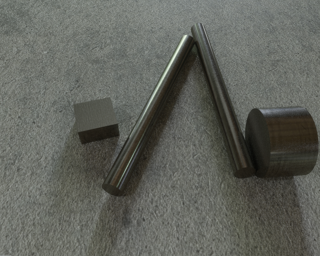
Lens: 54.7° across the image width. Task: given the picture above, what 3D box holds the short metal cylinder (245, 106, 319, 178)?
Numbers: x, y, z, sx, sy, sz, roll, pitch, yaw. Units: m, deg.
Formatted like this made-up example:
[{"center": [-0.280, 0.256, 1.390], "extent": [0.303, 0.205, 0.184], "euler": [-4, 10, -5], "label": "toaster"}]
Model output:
[{"center": [0.135, 0.016, 0.355], "extent": [0.050, 0.080, 0.080], "euler": [-3, 50, -3], "label": "short metal cylinder"}]

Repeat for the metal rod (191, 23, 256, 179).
[{"center": [0.083, -0.062, 0.455], "extent": [0.025, 0.025, 0.300], "euler": [-5, 50, -4], "label": "metal rod"}]

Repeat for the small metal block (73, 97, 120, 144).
[{"center": [-0.085, -0.011, 0.412], "extent": [0.050, 0.025, 0.050], "euler": [-13, 51, -11], "label": "small metal block"}]

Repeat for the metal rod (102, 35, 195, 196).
[{"center": [-0.003, -0.039, 0.435], "extent": [0.025, 0.025, 0.301], "euler": [15, 52, 12], "label": "metal rod"}]
